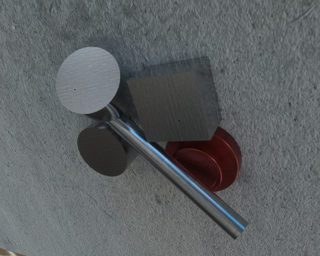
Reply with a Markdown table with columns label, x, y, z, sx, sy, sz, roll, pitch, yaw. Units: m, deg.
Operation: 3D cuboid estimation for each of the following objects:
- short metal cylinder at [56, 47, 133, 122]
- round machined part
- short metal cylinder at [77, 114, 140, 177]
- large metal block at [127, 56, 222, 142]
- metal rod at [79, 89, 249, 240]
| label | x | y | z | sx | sy | sz | roll | pitch | yaw |
| --- | --- | --- | --- | --- | --- | --- | --- | --- | --- |
| short metal cylinder | -0.077 | -0.051 | 0.377 | 0.080 | 0.050 | 0.080 | -2 | 80 | 14 |
| round machined part | 0.051 | 0.044 | 0.397 | 0.098 | 0.042 | 0.097 | 13 | 124 | 21 |
| short metal cylinder | -0.069 | 0.022 | 0.444 | 0.080 | 0.050 | 0.079 | 13 | 124 | 21 |
| large metal block | 0.019 | -0.031 | 0.360 | 0.080 | 0.050 | 0.080 | -3 | 117 | 29 |
| metal rod | -0.019 | 0.022 | 0.388 | 0.300 | 0.025 | 0.025 | 40 | 130 | 17 |
